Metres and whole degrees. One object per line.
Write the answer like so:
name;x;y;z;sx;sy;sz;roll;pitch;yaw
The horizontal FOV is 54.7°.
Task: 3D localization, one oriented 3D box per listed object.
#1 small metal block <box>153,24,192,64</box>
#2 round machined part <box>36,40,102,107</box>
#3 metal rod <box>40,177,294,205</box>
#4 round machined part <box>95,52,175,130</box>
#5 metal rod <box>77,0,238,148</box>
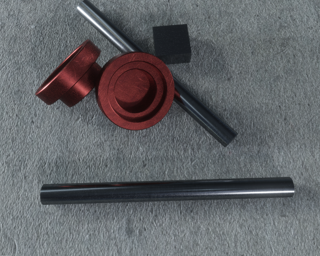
small metal block;0.017;-0.122;0.453;0.050;0.025;0.050;-5;70;-2
round machined part;-0.111;-0.065;0.403;0.042;0.098;0.098;44;72;-24
metal rod;0.010;0.077;0.380;0.302;0.025;0.025;-2;70;-1
round machined part;-0.034;-0.049;0.399;0.099;0.042;0.097;-6;106;-22
metal rod;-0.012;-0.084;0.438;0.025;0.025;0.300;-43;76;-14
